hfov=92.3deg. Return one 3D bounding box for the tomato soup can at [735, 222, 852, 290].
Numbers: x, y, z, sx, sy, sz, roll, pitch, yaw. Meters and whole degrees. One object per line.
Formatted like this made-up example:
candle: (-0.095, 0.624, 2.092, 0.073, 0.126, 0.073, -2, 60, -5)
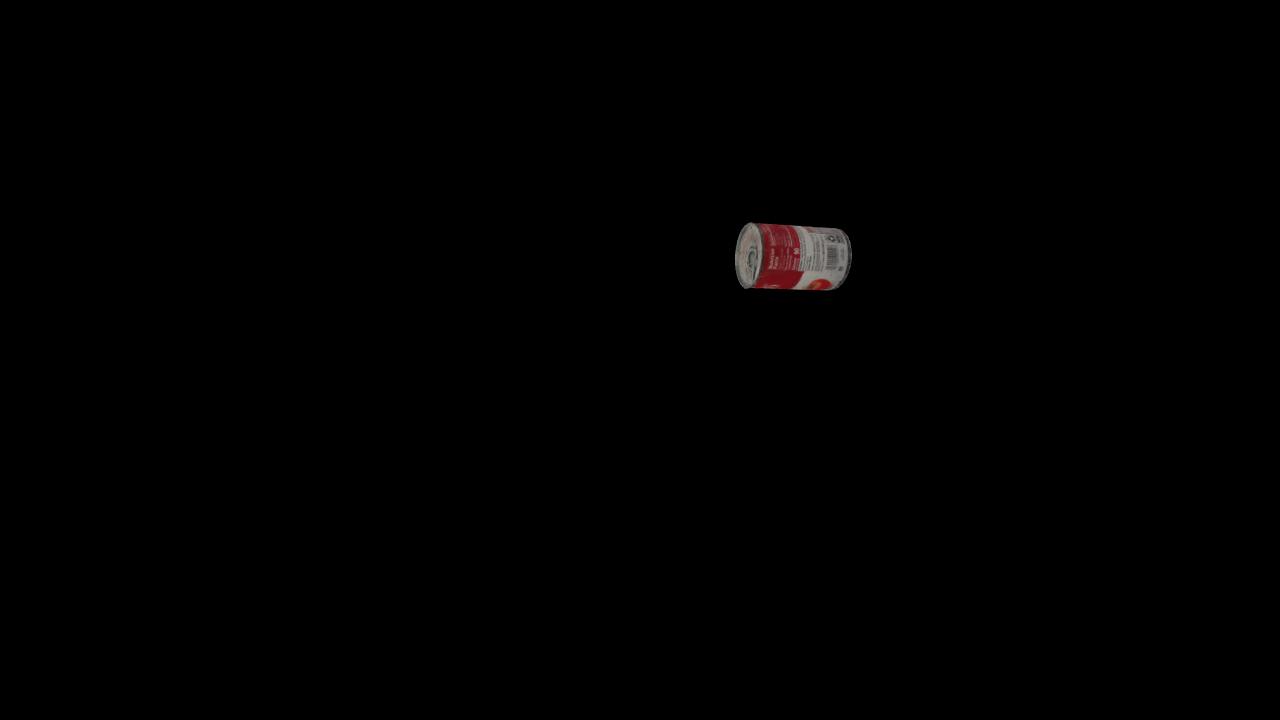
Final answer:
tomato soup can: (0.159, -0.107, 0.643, 0.101, 0.068, 0.068, -1, 0, -14)
